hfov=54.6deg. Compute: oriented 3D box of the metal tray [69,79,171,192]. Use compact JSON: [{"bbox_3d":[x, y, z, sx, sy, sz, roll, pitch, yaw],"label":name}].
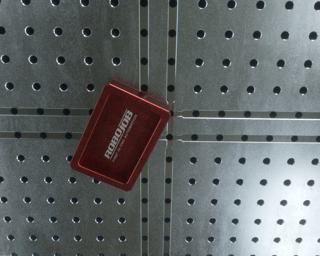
[{"bbox_3d":[-0.053,0.012,0.414,0.090,0.030,0.129,25,108,-9],"label":"metal tray"}]
